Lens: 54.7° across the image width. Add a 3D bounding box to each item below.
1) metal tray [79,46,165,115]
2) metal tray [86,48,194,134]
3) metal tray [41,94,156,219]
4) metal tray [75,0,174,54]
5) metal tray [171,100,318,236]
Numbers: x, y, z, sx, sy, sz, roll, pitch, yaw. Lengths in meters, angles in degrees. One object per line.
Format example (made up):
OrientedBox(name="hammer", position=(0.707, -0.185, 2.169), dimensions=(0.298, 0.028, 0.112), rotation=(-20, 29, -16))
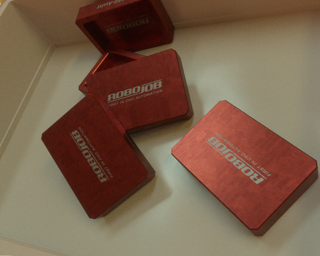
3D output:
OrientedBox(name="metal tray", position=(-0.053, -0.070, 0.471), dimensions=(0.130, 0.030, 0.090), rotation=(24, 74, 36))
OrientedBox(name="metal tray", position=(-0.029, -0.043, 0.416), dimensions=(0.130, 0.030, 0.090), rotation=(-15, 78, 14))
OrientedBox(name="metal tray", position=(-0.079, 0.034, 0.387), dimensions=(0.090, 0.030, 0.130), rotation=(-39, 73, 8))
OrientedBox(name="metal tray", position=(-0.054, -0.162, 0.489), dimensions=(0.130, 0.090, 0.030), rotation=(-7, 59, 24))
OrientedBox(name="metal tray", position=(0.086, 0.037, 0.335), dimensions=(0.090, 0.030, 0.130), rotation=(-45, 51, -3))
